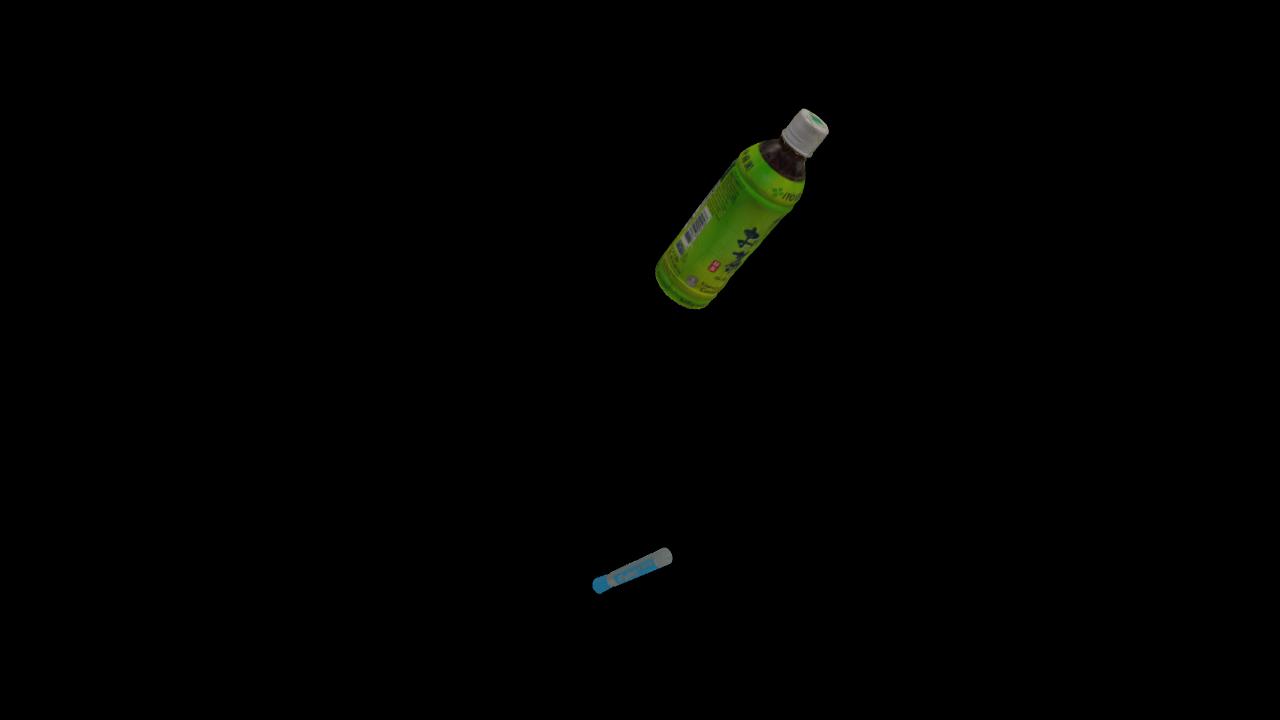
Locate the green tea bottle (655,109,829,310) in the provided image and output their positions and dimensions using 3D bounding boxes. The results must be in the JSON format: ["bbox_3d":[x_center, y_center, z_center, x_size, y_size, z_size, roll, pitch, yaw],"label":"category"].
[{"bbox_3d":[0.092,-0.137,0.574,0.073,0.073,0.212,0,-34,-34],"label":"green tea bottle"}]

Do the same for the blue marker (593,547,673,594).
[{"bbox_3d":[-0.012,0.249,0.722,0.121,0.020,0.020,-34,-19,31],"label":"blue marker"}]
